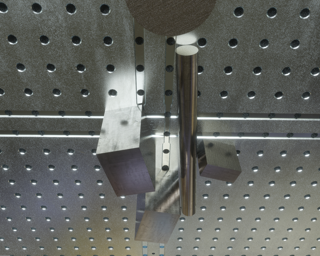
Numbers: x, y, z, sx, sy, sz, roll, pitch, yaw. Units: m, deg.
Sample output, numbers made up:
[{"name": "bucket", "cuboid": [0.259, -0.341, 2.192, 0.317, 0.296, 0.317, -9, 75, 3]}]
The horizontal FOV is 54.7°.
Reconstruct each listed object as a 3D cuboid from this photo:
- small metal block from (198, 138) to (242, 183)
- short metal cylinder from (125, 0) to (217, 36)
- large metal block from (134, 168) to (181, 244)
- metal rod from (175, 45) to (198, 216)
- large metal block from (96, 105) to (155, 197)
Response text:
[{"name": "small metal block", "cuboid": [0.082, 0.046, 0.435, 0.050, 0.050, 0.025, 14, 129, -12]}, {"name": "short metal cylinder", "cuboid": [0.009, -0.132, 0.283, 0.081, 0.050, 0.079, 0, 130, 0]}, {"name": "large metal block", "cuboid": [-0.005, 0.119, 0.477, 0.050, 0.080, 0.079, 10, 129, -9]}, {"name": "metal rod", "cuboid": [0.039, 0.028, 0.435, 0.025, 0.025, 0.298, -3, 130, 2]}, {"name": "large metal block", "cuboid": [-0.039, 0.029, 0.400, 0.050, 0.080, 0.080, -10, 130, 8]}]
